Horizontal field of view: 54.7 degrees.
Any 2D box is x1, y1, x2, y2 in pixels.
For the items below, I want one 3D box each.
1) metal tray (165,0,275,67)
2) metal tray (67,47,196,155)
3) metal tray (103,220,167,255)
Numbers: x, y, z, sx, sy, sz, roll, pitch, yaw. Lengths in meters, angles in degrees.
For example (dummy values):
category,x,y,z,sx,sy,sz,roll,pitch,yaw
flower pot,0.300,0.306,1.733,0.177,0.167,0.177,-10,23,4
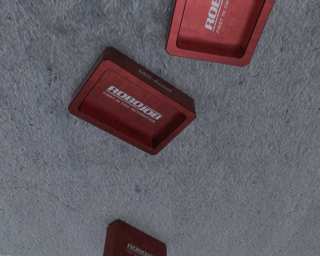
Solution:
category,x,y,z,sx,sy,sz,roll,pitch,yaw
metal tray,0.061,-0.128,0.295,0.091,0.030,0.129,8,130,-7
metal tray,-0.032,-0.027,0.380,0.131,0.030,0.090,30,124,-23
metal tray,-0.042,0.237,0.565,0.030,0.090,0.130,-36,122,27
